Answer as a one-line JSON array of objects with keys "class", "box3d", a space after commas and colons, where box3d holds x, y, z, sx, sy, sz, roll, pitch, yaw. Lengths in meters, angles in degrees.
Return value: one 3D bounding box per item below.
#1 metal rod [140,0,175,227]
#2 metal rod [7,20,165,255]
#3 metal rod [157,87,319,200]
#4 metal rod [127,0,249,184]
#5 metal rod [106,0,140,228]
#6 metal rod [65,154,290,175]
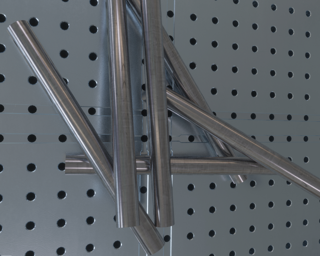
[{"class": "metal rod", "box3d": [-0.004, -0.034, 0.375, 0.025, 0.025, 0.298, -3, 88, -20]}, {"class": "metal rod", "box3d": [-0.083, 0.012, 0.356, 0.025, 0.025, 0.299, -32, 91, -17]}, {"class": "metal rod", "box3d": [0.122, 0.027, 0.410, 0.301, 0.025, 0.025, 31, 80, 0]}, {"class": "metal rod", "box3d": [0.041, -0.050, 0.427, 0.025, 0.025, 0.299, -35, 101, -17]}, {"class": "metal rod", "box3d": [-0.045, -0.042, 0.359, 0.025, 0.025, 0.299, 0, 76, -20]}, {"class": "metal rod", "box3d": [0.034, 0.049, 0.407, 0.302, 0.025, 0.025, 2, 89, -14]}]
